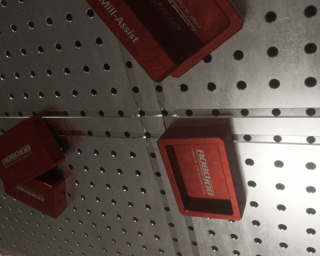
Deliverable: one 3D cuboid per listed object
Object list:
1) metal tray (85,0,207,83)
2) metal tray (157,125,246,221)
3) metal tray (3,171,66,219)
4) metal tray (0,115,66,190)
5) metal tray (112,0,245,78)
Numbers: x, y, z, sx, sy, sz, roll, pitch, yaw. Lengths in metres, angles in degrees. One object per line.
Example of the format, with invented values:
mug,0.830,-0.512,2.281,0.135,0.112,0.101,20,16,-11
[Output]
metal tray,-0.016,-0.116,0.304,0.130,0.090,0.030,49,130,-7
metal tray,0.057,0.062,0.414,0.090,0.030,0.129,-4,117,29
metal tray,-0.247,0.114,0.606,0.130,0.030,0.089,20,126,15
metal tray,-0.235,0.044,0.533,0.130,0.030,0.090,-27,95,27
metal tray,0.010,-0.127,0.310,0.090,0.030,0.130,-36,101,29
